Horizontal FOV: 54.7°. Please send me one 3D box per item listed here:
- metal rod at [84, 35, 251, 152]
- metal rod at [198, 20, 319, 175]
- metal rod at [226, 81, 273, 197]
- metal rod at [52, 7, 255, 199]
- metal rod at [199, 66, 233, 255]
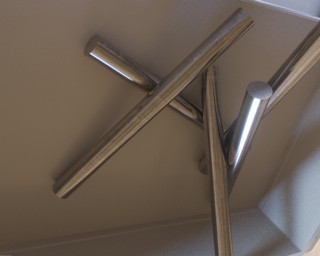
[{"bbox_3d":[0.033,-0.027,0.409,0.301,0.025,0.025,29,102,-38],"label":"metal rod"},{"bbox_3d":[0.119,-0.023,0.377,0.025,0.025,0.298,-5,147,-26],"label":"metal rod"},{"bbox_3d":[0.102,0.048,0.429,0.025,0.025,0.299,-23,147,-14],"label":"metal rod"},{"bbox_3d":[-0.017,-0.019,0.358,0.300,0.025,0.025,-42,130,12],"label":"metal rod"},{"bbox_3d":[0.078,0.068,0.420,0.025,0.025,0.298,-10,100,-23],"label":"metal rod"}]
